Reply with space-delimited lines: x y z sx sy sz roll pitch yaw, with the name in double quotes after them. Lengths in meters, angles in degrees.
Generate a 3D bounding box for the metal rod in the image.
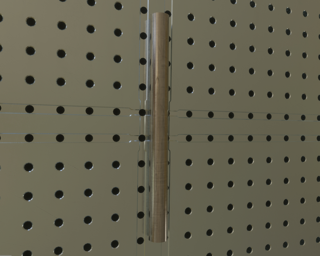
-0.001 -0.001 0.413 0.025 0.025 0.298 0 90 -20 "metal rod"
